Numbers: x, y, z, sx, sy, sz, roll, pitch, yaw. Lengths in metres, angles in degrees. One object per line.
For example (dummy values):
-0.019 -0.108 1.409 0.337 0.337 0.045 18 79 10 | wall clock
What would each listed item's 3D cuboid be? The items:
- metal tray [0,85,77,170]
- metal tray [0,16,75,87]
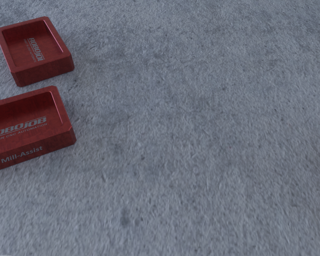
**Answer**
-0.185 0.000 0.396 0.131 0.030 0.090 -20 53 -16 | metal tray
-0.206 -0.129 0.505 0.091 0.030 0.130 -23 54 -19 | metal tray
